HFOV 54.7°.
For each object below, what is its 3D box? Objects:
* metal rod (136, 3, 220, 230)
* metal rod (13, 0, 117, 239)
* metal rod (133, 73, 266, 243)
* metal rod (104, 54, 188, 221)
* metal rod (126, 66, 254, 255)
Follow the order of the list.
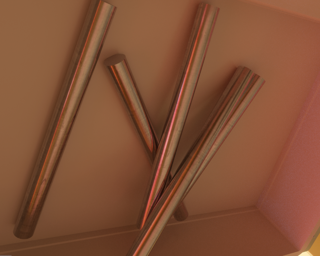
[{"bbox_3d":[0.018,-0.001,0.393,0.025,0.025,0.298,6,108,-32],"label":"metal rod"},{"bbox_3d":[-0.114,0.005,0.349,0.025,0.025,0.298,13,112,-34],"label":"metal rod"},{"bbox_3d":[0.055,0.051,0.447,0.025,0.025,0.299,33,92,-39],"label":"metal rod"},{"bbox_3d":[-0.007,0.036,0.428,0.025,0.025,0.299,-29,129,-10],"label":"metal rod"},{"bbox_3d":[0.041,0.048,0.409,0.025,0.025,0.300,38,80,-39],"label":"metal rod"}]
